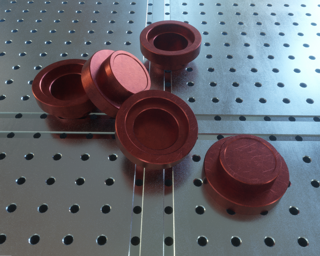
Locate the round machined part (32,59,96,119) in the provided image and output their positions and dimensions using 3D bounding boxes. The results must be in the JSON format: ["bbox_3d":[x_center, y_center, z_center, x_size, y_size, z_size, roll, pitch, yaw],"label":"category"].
[{"bbox_3d":[-0.124,-0.051,0.438,0.099,0.042,0.098,0,50,0],"label":"round machined part"}]

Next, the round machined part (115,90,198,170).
[{"bbox_3d":[-0.006,0.005,0.381,0.099,0.042,0.098,5,64,-9],"label":"round machined part"}]

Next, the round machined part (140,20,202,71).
[{"bbox_3d":[0.017,-0.132,0.508,0.099,0.042,0.098,0,50,0],"label":"round machined part"}]

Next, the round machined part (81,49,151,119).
[{"bbox_3d":[-0.051,-0.064,0.415,0.098,0.042,0.098,27,47,-34],"label":"round machined part"}]

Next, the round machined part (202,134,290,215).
[{"bbox_3d":[0.100,0.046,0.359,0.099,0.042,0.098,0,50,0],"label":"round machined part"}]
